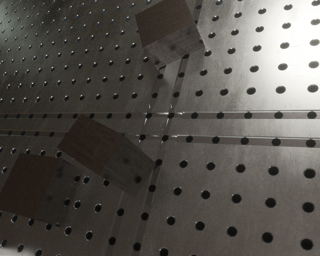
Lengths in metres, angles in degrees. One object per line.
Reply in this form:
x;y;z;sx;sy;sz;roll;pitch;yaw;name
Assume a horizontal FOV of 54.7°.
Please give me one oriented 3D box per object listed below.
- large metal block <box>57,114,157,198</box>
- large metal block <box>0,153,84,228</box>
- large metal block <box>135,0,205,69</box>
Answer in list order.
-0.064;0.035;0.384;0.080;0.080;0.050;24;75;36;large metal block
-0.164;0.084;0.425;0.080;0.050;0.080;3;63;29;large metal block
0.014;-0.150;0.476;0.080;0.050;0.080;-23;53;14;large metal block
